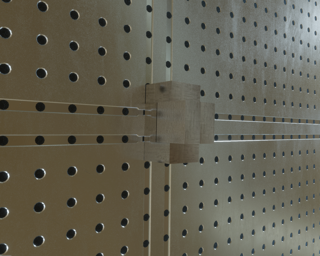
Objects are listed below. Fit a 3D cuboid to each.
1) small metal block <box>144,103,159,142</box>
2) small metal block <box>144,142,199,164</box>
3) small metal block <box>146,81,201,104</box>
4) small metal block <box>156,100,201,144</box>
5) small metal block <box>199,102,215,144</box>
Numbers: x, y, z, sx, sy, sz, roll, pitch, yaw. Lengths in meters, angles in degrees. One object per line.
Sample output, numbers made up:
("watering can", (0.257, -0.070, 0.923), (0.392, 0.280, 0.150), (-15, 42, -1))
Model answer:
("small metal block", (0.007, -0.006, 0.414), (0.050, 0.025, 0.050), (2, 89, -38))
("small metal block", (0.015, 0.031, 0.404), (0.050, 0.050, 0.025), (2, 89, -40))
("small metal block", (0.017, -0.044, 0.405), (0.050, 0.050, 0.025), (2, 89, -40))
("small metal block", (0.022, -0.007, 0.377), (0.025, 0.050, 0.050), (2, 89, -40))
("small metal block", (0.042, -0.006, 0.394), (0.025, 0.050, 0.050), (2, 89, -39))
